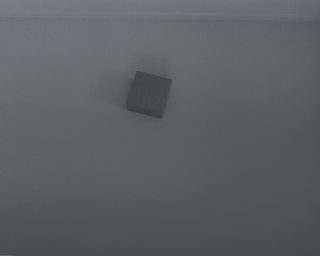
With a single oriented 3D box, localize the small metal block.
[{"bbox_3d":[-0.014,-0.045,0.426,0.050,0.025,0.050,15,71,5],"label":"small metal block"}]
